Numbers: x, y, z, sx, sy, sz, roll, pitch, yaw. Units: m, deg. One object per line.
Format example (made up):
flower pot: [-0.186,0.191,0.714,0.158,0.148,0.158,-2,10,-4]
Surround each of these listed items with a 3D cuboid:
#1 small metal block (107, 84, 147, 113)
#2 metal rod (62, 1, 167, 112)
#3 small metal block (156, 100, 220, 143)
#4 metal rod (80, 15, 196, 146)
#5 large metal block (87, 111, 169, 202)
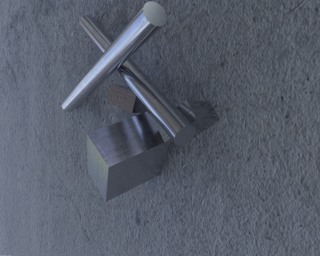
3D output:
small metal block: [-0.034,-0.039,0.414,0.050,0.050,0.025,23,105,37]
metal rod: [-0.081,-0.072,0.409,0.299,0.025,0.025,-23,75,56]
small metal block: [0.033,-0.007,0.360,0.050,0.050,0.025,-38,68,33]
metal rod: [-0.046,-0.081,0.403,0.300,0.025,0.025,51,121,40]
large metal block: [-0.041,0.035,0.383,0.050,0.081,0.079,51,148,27]
